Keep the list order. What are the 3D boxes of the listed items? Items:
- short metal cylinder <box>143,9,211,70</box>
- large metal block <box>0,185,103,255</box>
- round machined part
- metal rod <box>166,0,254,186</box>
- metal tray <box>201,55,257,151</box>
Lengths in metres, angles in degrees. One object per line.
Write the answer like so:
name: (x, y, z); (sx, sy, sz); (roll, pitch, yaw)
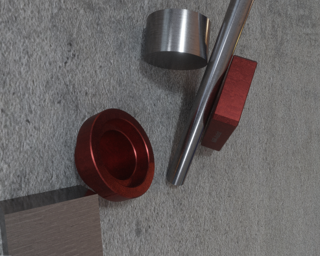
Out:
short metal cylinder: (0.021, -0.108, 0.389); (0.081, 0.080, 0.050); (9, 85, -40)
large metal block: (-0.104, 0.106, 0.297); (0.081, 0.050, 0.079); (-7, 95, -33)
round machined part: (-0.052, 0.031, 0.336); (0.098, 0.042, 0.098); (35, 45, -43)
metal rod: (0.066, -0.062, 0.381); (0.025, 0.025, 0.298); (2, 114, -40)
metal tray: (0.090, -0.028, 0.425); (0.030, 0.130, 0.090); (19, 73, 7)
